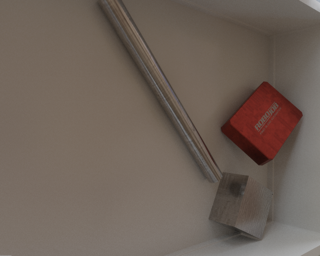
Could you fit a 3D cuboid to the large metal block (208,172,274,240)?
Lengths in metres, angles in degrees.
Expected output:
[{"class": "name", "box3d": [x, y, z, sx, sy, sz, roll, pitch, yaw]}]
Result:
[{"class": "large metal block", "box3d": [0.134, 0.127, 0.506, 0.080, 0.050, 0.080, 33, 69, -35]}]

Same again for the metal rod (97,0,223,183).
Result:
[{"class": "metal rod", "box3d": [0.012, -0.038, 0.418, 0.025, 0.025, 0.299, -48, 119, -30]}]

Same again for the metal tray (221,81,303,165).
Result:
[{"class": "metal tray", "box3d": [0.175, -0.011, 0.524, 0.090, 0.030, 0.131, 43, 58, 6]}]
